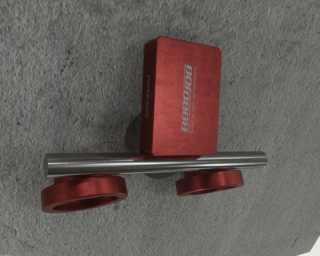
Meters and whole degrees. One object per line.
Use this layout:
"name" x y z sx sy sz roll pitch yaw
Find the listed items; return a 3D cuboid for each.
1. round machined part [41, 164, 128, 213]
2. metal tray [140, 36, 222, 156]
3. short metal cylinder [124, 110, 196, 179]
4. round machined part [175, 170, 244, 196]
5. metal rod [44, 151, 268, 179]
"round machined part" -0.091 0.070 0.371 0.099 0.042 0.098 -11 160 -4
"metal tray" 0.026 -0.034 0.365 0.091 0.030 0.129 2 91 -30
"short metal cylinder" 0.000 0.019 0.406 0.081 0.050 0.079 -14 125 -21
"round machined part" 0.071 0.072 0.460 0.099 0.042 0.098 -8 163 -2
"metal rod" 0.018 0.042 0.382 0.303 0.025 0.025 2 118 -30
